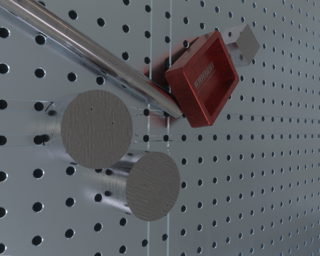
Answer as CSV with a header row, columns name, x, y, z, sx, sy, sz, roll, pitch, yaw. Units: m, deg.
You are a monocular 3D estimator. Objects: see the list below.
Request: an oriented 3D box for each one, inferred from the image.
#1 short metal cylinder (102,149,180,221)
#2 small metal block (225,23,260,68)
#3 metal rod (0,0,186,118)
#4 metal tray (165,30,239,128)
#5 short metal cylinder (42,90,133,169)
name,x,y,z,sx,sy,sz,roll,pitch,yaw
short metal cylinder,-0.022,0.067,0.375,0.081,0.050,0.079,0,90,-40
small metal block,0.140,-0.140,0.527,0.050,0.025,0.050,49,61,-29
metal rod,-0.079,-0.086,0.342,0.301,0.025,0.025,30,71,-36
metal tray,0.066,-0.072,0.443,0.131,0.030,0.090,-52,121,-42
short metal cylinder,-0.076,0.001,0.329,0.081,0.050,0.079,0,90,-40
